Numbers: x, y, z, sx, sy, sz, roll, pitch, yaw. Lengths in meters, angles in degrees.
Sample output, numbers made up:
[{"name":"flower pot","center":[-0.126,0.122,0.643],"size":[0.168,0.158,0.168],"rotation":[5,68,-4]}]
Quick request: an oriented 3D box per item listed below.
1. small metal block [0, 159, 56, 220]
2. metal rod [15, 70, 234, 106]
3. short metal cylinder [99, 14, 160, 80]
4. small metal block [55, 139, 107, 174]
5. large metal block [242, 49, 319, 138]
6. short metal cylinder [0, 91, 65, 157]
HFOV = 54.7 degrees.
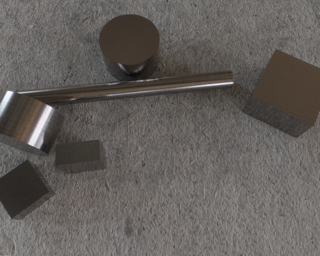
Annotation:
[{"name":"small metal block","center":[-0.166,0.076,0.378],"size":[0.050,0.025,0.050],"rotation":[-37,75,-13]},{"name":"metal rod","center":[-0.051,-0.053,0.426],"size":[0.302,0.025,0.025],"rotation":[-6,70,-3]},{"name":"short metal cylinder","center":[-0.041,-0.110,0.435],"size":[0.081,0.050,0.080],"rotation":[0,70,0]},{"name":"small metal block","center":[-0.095,0.036,0.380],"size":[0.050,0.050,0.025],"rotation":[-7,71,-3]},{"name":"large metal block","center":[0.169,-0.045,0.414],"size":[0.080,0.050,0.080],"rotation":[27,72,9]},{"name":"short metal cylinder","center":[-0.165,-0.003,0.378],"size":[0.080,0.080,0.050],"rotation":[16,71,5]}]
